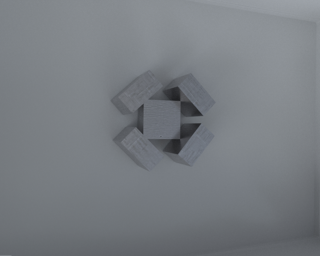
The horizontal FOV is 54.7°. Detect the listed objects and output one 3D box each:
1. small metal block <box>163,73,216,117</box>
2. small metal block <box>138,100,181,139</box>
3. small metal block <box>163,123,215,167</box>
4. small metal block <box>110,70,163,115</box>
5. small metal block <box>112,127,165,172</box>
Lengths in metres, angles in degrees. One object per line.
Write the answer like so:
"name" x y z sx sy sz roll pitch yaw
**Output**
"small metal block" 0.037 -0.042 0.408 0.025 0.050 0.050 -47 106 -15
"small metal block" -0.001 -0.011 0.408 0.050 0.025 0.050 1 90 -20
"small metal block" 0.037 0.021 0.408 0.025 0.050 0.050 42 76 -16
"small metal block" -0.030 -0.043 0.384 0.050 0.050 0.025 -43 103 -14
"small metal block" -0.028 0.025 0.385 0.025 0.050 0.050 -46 104 -13
